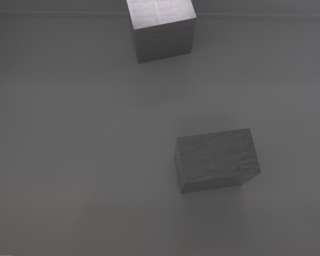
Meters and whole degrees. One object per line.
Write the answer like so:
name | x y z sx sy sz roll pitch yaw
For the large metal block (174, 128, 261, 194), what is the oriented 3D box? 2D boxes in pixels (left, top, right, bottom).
large metal block | 0.062 0.042 0.365 0.081 0.080 0.050 -7 70 -3

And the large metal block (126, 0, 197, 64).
large metal block | 0.001 -0.139 0.431 0.081 0.080 0.050 -13 71 -5
